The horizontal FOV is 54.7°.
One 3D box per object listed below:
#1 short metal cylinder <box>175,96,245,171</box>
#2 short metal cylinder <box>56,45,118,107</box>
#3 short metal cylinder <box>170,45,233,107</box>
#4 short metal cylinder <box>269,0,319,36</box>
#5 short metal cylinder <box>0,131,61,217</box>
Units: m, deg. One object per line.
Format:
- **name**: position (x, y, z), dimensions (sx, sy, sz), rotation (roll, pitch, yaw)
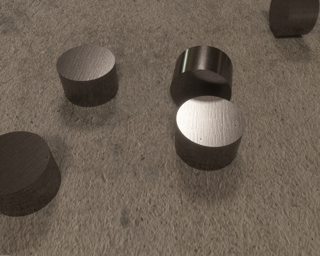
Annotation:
- **short metal cylinder**: position (0.060, 0.006, 0.383), dimensions (0.081, 0.050, 0.080), rotation (0, 50, 0)
- **short metal cylinder**: position (-0.103, -0.076, 0.450), dimensions (0.081, 0.050, 0.080), rotation (0, 50, 0)
- **short metal cylinder**: position (0.057, -0.064, 0.422), dimensions (0.080, 0.080, 0.050), rotation (8, 51, 6)
- **short metal cylinder**: position (0.232, -0.203, 0.542), dimensions (0.050, 0.080, 0.080), rotation (-4, 50, -4)
- **short metal cylinder**: position (-0.157, 0.050, 0.343), dimensions (0.081, 0.050, 0.080), rotation (0, 50, 0)
